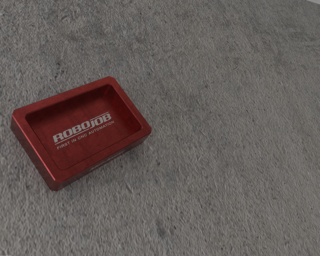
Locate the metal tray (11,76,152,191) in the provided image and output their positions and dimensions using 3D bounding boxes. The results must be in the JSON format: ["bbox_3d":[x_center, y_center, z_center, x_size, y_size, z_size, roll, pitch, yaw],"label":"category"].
[{"bbox_3d":[-0.085,0.000,0.354,0.131,0.030,0.090,-29,78,-37],"label":"metal tray"}]
